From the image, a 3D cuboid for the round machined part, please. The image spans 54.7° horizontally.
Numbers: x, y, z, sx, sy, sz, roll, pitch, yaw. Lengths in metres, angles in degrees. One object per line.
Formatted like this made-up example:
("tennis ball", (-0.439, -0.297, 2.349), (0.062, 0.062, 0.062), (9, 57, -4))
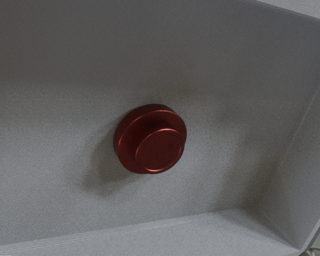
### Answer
("round machined part", (-0.007, 0.021, 0.404), (0.099, 0.042, 0.097), (-14, 125, -21))
